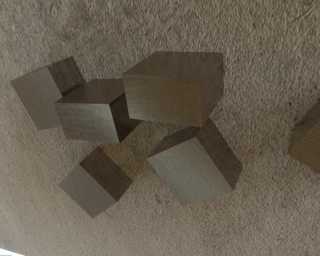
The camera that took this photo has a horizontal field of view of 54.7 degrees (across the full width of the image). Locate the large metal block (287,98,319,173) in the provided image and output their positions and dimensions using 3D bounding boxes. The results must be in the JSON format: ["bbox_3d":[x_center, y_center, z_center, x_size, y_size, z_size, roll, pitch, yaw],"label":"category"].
[{"bbox_3d":[0.185,0.008,0.298,0.080,0.050,0.079,32,129,7],"label":"large metal block"}]

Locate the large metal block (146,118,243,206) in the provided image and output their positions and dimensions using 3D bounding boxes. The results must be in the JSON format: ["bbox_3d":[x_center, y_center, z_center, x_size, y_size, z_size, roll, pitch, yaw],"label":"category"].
[{"bbox_3d":[0.045,0.044,0.394,0.080,0.050,0.080,-28,104,37],"label":"large metal block"}]

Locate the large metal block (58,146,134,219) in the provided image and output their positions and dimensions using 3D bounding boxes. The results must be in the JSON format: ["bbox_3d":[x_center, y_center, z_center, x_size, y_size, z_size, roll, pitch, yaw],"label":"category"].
[{"bbox_3d":[-0.104,0.089,0.501,0.080,0.050,0.080,46,129,-4],"label":"large metal block"}]

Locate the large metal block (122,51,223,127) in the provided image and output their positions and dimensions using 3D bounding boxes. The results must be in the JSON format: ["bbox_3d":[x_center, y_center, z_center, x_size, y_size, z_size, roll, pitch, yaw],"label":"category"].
[{"bbox_3d":[0.018,-0.046,0.333,0.080,0.080,0.050,8,122,24],"label":"large metal block"}]

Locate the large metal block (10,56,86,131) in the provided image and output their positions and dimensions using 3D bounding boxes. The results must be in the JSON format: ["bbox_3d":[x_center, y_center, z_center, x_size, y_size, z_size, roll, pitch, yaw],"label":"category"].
[{"bbox_3d":[-0.149,-0.048,0.440,0.080,0.050,0.080,-9,114,32],"label":"large metal block"}]

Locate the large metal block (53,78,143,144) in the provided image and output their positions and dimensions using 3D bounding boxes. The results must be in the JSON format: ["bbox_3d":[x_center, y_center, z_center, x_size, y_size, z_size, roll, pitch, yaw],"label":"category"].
[{"bbox_3d":[-0.070,-0.025,0.393,0.080,0.080,0.050,4,120,26],"label":"large metal block"}]
